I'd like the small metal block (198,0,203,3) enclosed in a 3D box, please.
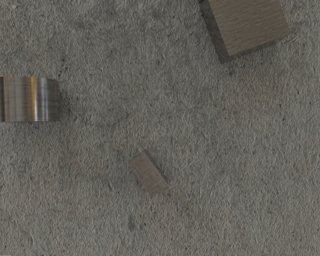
[{"bbox_3d":[0.072,-0.191,0.398,0.050,0.050,0.025,-22,90,0],"label":"small metal block"}]

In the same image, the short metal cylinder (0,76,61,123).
[{"bbox_3d":[-0.165,-0.032,0.380,0.081,0.080,0.050,-1,90,-1],"label":"short metal cylinder"}]

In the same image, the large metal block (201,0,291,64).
[{"bbox_3d":[0.107,-0.138,0.399,0.080,0.050,0.080,-20,90,-1],"label":"large metal block"}]

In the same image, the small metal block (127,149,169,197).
[{"bbox_3d":[-0.015,0.056,0.397,0.025,0.050,0.050,-36,90,0],"label":"small metal block"}]
